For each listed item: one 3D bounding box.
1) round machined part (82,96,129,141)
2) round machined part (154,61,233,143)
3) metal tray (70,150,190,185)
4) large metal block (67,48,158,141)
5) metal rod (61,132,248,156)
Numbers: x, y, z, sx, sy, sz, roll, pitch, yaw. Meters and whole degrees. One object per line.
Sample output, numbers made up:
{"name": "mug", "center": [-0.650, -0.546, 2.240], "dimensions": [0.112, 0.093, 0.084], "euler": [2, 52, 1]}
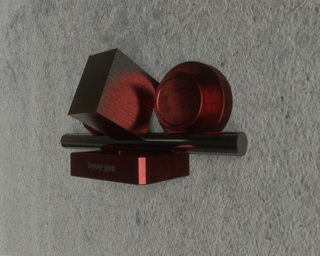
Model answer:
{"name": "round machined part", "center": [-0.081, -0.027, 0.458], "dimensions": [0.098, 0.042, 0.097], "euler": [0, 90, 39]}
{"name": "round machined part", "center": [0.032, -0.031, 0.366], "dimensions": [0.098, 0.042, 0.097], "euler": [0, 90, 39]}
{"name": "metal tray", "center": [-0.040, 0.046, 0.394], "dimensions": [0.130, 0.091, 0.030], "euler": [-1, 89, 39]}
{"name": "large metal block", "center": [-0.052, -0.037, 0.377], "dimensions": [0.050, 0.080, 0.080], "euler": [-3, 65, 39]}
{"name": "metal rod", "center": [-0.033, 0.019, 0.405], "dimensions": [0.300, 0.025, 0.025], "euler": [-1, 89, 39]}
